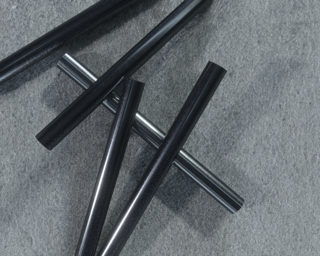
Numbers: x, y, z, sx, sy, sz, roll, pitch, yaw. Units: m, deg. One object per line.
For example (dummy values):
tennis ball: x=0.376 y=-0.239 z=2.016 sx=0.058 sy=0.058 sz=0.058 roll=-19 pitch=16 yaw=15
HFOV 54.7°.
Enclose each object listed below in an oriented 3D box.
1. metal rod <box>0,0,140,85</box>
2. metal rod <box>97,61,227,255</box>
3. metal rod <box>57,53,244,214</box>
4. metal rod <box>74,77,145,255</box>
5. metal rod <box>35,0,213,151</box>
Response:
metal rod: x=-0.114 y=-0.131 z=0.408 sx=0.301 sy=0.025 sz=0.025 roll=-32 pitch=90 yaw=-1
metal rod: x=-0.005 y=0.055 z=0.388 sx=0.025 sy=0.025 sz=0.299 roll=30 pitch=98 yaw=-1
metal rod: x=-0.012 y=0.007 z=0.409 sx=0.300 sy=0.025 sz=0.025 roll=40 pitch=90 yaw=-1
metal rod: x=-0.073 y=0.084 z=0.394 sx=0.025 sy=0.025 sz=0.298 roll=17 pitch=96 yaw=-1
metal rod: x=-0.033 y=-0.086 z=0.390 sx=0.300 sy=0.025 sz=0.025 roll=-44 pitch=90 yaw=-8
